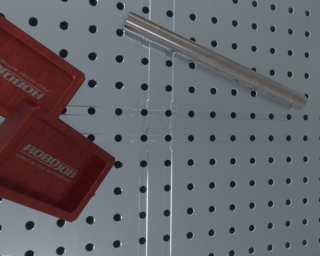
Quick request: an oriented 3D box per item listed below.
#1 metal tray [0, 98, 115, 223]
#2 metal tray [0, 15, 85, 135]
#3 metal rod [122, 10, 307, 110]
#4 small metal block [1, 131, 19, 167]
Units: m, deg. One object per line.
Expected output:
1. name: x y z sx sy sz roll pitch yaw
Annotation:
1. metal tray: -0.116 0.040 0.331 0.090 0.030 0.130 -57 140 -11
2. metal tray: -0.164 -0.059 0.349 0.130 0.030 0.090 35 79 -17
3. metal rod: 0.091 -0.090 0.445 0.302 0.025 0.025 20 83 -19
4. small metal block: -0.177 0.018 0.334 0.025 0.050 0.050 -38 102 -16
